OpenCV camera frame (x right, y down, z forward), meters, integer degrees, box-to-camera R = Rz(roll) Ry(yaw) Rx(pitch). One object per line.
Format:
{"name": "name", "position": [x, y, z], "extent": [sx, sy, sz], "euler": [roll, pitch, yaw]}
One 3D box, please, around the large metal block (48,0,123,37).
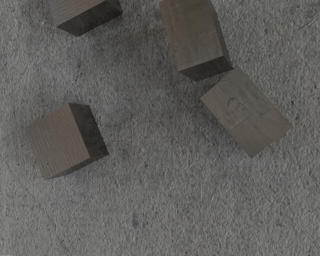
{"name": "large metal block", "position": [-0.109, -0.187, 0.434], "extent": [0.080, 0.050, 0.080], "euler": [-20, 84, 19]}

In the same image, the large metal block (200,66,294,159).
{"name": "large metal block", "position": [0.098, -0.016, 0.345], "extent": [0.050, 0.080, 0.080], "euler": [-42, 77, 15]}

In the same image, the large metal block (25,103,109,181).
{"name": "large metal block", "position": [-0.132, 0.019, 0.442], "extent": [0.080, 0.050, 0.080], "euler": [-27, 81, 18]}

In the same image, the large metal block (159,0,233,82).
{"name": "large metal block", "position": [0.045, -0.105, 0.364], "extent": [0.050, 0.080, 0.080], "euler": [-17, 85, 19]}
